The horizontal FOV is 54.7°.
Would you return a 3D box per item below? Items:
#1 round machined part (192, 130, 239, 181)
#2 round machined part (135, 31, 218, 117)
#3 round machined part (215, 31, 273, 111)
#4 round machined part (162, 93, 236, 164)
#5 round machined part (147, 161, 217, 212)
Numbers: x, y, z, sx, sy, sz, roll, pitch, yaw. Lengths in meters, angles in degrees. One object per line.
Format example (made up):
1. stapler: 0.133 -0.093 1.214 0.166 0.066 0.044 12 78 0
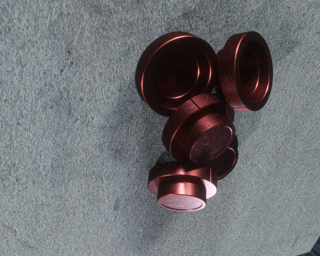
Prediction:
1. round machined part: 0.079 0.042 0.468 0.099 0.042 0.097 -14 125 -21
2. round machined part: 0.016 -0.065 0.367 0.099 0.042 0.097 -14 125 -21
3. round machined part: 0.102 -0.070 0.394 0.099 0.042 0.097 -3 94 -46
4. round machined part: 0.055 0.007 0.391 0.099 0.042 0.097 -22 140 -20
5. round machined part: 0.031 0.087 0.437 0.099 0.042 0.098 4 147 3
